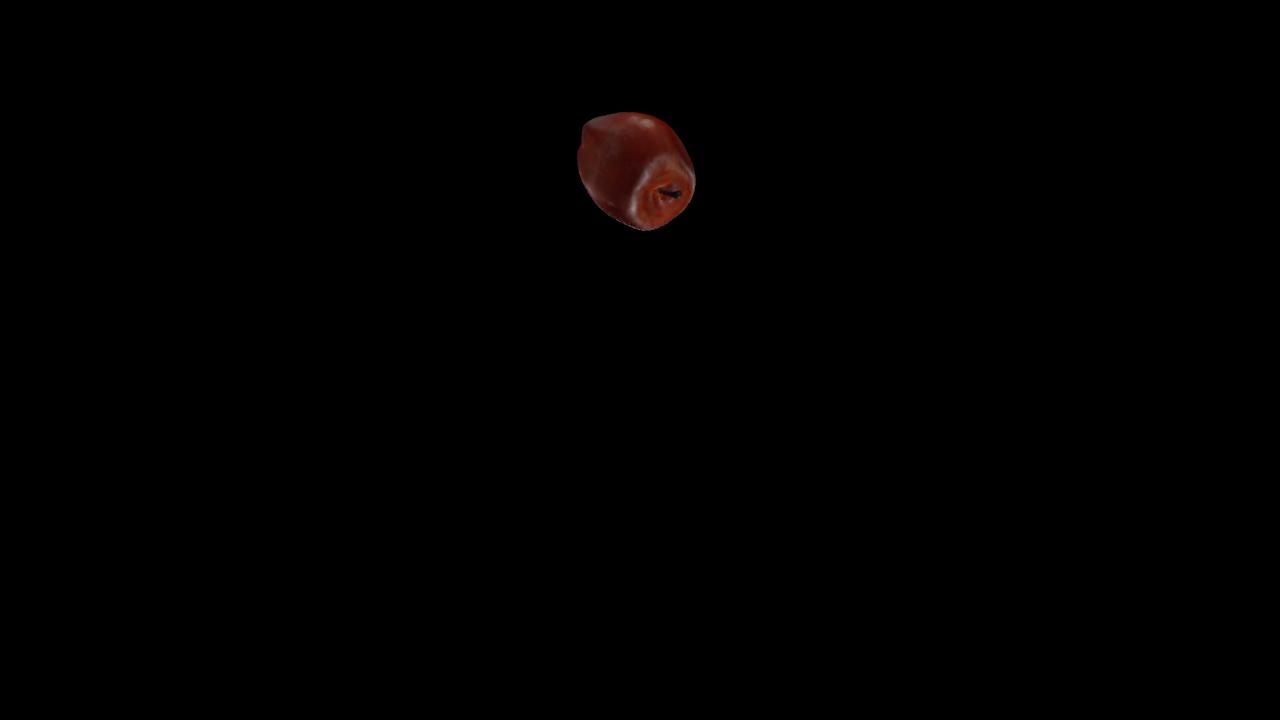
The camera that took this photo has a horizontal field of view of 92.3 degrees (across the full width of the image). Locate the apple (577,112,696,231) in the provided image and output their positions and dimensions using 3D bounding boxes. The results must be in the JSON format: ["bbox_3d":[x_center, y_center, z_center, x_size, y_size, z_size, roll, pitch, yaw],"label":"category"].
[{"bbox_3d":[-0.002,-0.136,0.439,0.079,0.079,0.093,0,38,-48],"label":"apple"}]
